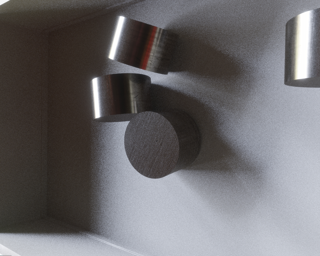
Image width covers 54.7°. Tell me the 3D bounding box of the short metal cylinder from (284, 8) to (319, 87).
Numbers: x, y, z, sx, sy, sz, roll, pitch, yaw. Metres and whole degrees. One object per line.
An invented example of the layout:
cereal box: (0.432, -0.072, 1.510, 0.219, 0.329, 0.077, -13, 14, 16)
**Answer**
short metal cylinder: (0.145, -0.062, 0.251, 0.080, 0.081, 0.050, 2, 92, 40)

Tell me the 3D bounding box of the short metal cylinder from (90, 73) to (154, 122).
short metal cylinder: (-0.050, -0.038, 0.412, 0.080, 0.081, 0.050, -10, 84, 39)

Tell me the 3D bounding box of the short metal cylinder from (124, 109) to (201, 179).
short metal cylinder: (0.003, 0.017, 0.381, 0.080, 0.050, 0.079, 6, 100, 35)

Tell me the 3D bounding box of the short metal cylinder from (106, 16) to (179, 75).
short metal cylinder: (-0.021, -0.103, 0.389, 0.080, 0.081, 0.050, 28, 108, 36)
